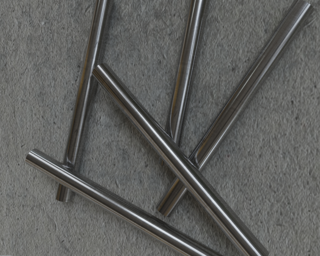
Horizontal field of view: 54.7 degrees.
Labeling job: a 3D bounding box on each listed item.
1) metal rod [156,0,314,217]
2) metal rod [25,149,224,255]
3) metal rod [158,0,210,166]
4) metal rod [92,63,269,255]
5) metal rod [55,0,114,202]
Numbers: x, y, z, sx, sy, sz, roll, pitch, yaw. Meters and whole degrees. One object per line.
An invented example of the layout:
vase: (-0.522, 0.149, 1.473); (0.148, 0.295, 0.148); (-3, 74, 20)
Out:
metal rod: (0.084, -0.015, 0.379); (0.025, 0.025, 0.299); (36, 101, 16)
metal rod: (-0.050, 0.107, 0.410); (0.301, 0.025, 0.025); (27, 99, 11)
metal rod: (0.038, -0.098, 0.395); (0.025, 0.025, 0.298); (12, 94, 19)
metal rod: (0.016, 0.034, 0.375); (0.025, 0.025, 0.300); (-44, 76, 15)
metal rod: (-0.109, -0.040, 0.447); (0.025, 0.025, 0.298); (14, 95, 19)
